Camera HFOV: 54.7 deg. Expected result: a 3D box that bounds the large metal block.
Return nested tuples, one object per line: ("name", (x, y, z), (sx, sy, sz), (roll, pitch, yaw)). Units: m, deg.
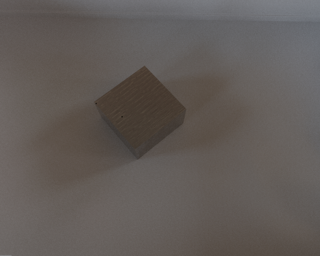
("large metal block", (-0.025, -0.019, 0.403), (0.080, 0.050, 0.080), (-39, 75, -13))
